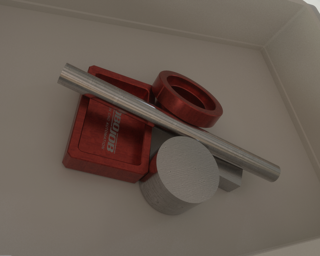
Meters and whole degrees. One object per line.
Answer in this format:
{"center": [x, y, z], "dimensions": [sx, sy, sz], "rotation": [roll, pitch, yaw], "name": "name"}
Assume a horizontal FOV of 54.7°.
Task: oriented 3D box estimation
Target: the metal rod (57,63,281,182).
{"center": [0.024, 0.001, 0.380], "dimensions": [0.302, 0.025, 0.025], "rotation": [25, 53, -16], "name": "metal rod"}

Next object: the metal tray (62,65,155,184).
{"center": [-0.056, -0.007, 0.374], "dimensions": [0.091, 0.030, 0.130], "rotation": [17, 55, -19], "name": "metal tray"}

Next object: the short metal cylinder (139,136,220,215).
{"center": [0.022, 0.056, 0.366], "dimensions": [0.081, 0.050, 0.080], "rotation": [14, 56, -21], "name": "short metal cylinder"}

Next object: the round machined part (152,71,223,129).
{"center": [0.031, -0.032, 0.415], "dimensions": [0.098, 0.042, 0.098], "rotation": [26, 27, -14], "name": "round machined part"}

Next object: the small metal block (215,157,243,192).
{"center": [0.084, 0.051, 0.419], "dimensions": [0.050, 0.025, 0.050], "rotation": [28, 52, -11], "name": "small metal block"}
